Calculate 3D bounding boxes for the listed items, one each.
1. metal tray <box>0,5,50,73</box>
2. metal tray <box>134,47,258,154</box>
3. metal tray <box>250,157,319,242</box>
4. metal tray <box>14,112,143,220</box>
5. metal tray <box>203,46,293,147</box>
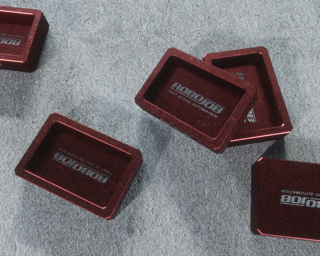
[{"bbox_3d":[-0.240,-0.133,0.452,0.131,0.030,0.090,7,70,2],"label":"metal tray"},{"bbox_3d":[0.044,-0.037,0.394,0.130,0.030,0.090,32,85,24],"label":"metal tray"},{"bbox_3d":[0.179,0.089,0.374,0.131,0.030,0.090,6,70,2],"label":"metal tray"},{"bbox_3d":[-0.098,0.046,0.387,0.130,0.030,0.090,24,72,8],"label":"metal tray"},{"bbox_3d":[0.114,-0.044,0.422,0.091,0.030,0.130,-8,70,-3],"label":"metal tray"}]
